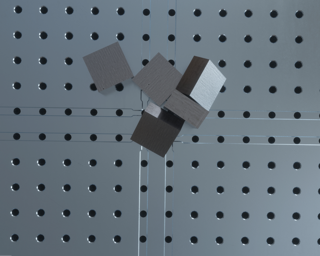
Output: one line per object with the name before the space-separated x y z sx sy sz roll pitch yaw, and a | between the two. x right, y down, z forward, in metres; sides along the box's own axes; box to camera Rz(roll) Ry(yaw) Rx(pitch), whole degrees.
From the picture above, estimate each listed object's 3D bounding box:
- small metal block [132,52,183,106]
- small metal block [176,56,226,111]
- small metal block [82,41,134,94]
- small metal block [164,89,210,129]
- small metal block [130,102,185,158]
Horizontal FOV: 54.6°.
small metal block | -0.001 -0.063 0.413 0.050 0.025 0.050 44 90 0
small metal block | 0.053 -0.056 0.398 0.025 0.050 0.050 27 87 41
small metal block | -0.067 -0.079 0.413 0.050 0.025 0.050 -25 90 0
small metal block | 0.032 -0.023 0.401 0.050 0.050 0.025 34 90 0
small metal block | -0.004 0.003 0.401 0.050 0.025 0.050 29 125 0
